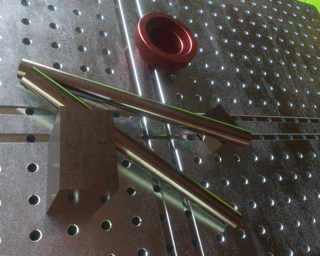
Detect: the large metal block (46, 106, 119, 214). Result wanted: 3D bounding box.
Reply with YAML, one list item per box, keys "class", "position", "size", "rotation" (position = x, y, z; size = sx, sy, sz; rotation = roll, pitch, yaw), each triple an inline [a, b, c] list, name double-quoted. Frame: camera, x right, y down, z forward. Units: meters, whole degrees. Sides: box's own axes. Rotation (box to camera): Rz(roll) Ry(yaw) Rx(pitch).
- class: "large metal block"
  position: [-0.081, 0.035, 0.309]
  size: [0.050, 0.080, 0.080]
  rotation: [5, 60, -26]

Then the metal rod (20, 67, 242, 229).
- class: "metal rod"
  position: [-0.026, 0.029, 0.366]
  size: [0.301, 0.025, 0.025]
  rotation: [36, 51, -9]

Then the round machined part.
- class: "round machined part"
  position: [0.005, -0.128, 0.480]
  size: [0.099, 0.042, 0.098]
  rotation: [14, 56, -21]

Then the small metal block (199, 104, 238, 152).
- class: "small metal block"
  position: [0.083, -0.001, 0.455]
  size: [0.050, 0.025, 0.050]
  rotation: [-32, 80, -38]

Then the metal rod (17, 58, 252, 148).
- class: "metal rod"
  position: [-0.022, -0.027, 0.396]
  size: [0.302, 0.025, 0.025]
  rotation: [17, 55, -12]
